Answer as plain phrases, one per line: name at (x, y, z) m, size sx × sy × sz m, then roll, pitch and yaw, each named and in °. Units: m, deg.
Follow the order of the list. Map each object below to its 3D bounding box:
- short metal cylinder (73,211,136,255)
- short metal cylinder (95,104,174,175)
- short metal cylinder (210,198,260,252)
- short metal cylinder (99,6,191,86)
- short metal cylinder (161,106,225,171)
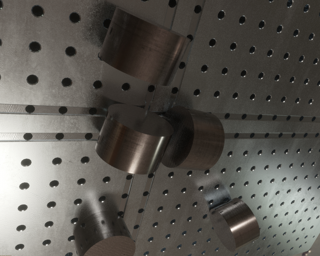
short metal cylinder at (-0.083, 0.170, 0.457) m, size 0.081 × 0.050 × 0.079 m, roll -14°, pitch 125°, yaw -21°
short metal cylinder at (-0.030, 0.011, 0.367) m, size 0.081 × 0.080 × 0.050 m, roll 9°, pitch 114°, yaw -33°
short metal cylinder at (0.133, 0.173, 0.559) m, size 0.050 × 0.080 × 0.079 m, roll -21°, pitch 127°, yaw -17°
short metal cylinder at (-0.016, -0.083, 0.317) m, size 0.081 × 0.080 × 0.050 m, roll 11°, pitch 113°, yaw -34°
short metal cylinder at (0.038, 0.015, 0.407) m, size 0.050 × 0.080 × 0.079 m, roll 11°, pitch 113°, yaw -34°
